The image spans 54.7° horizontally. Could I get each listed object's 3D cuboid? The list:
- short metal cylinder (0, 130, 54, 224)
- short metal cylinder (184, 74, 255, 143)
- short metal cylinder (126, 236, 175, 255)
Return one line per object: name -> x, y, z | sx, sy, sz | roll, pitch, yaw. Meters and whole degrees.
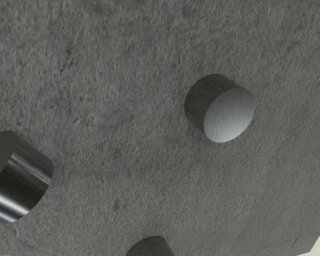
short metal cylinder -> -0.158, 0.049, 0.316 | 0.080, 0.080, 0.050 | -40, 130, -2
short metal cylinder -> 0.080, -0.027, 0.420 | 0.081, 0.050, 0.079 | -14, 125, -21
short metal cylinder -> -0.013, 0.233, 0.529 | 0.081, 0.050, 0.079 | -14, 125, -21
